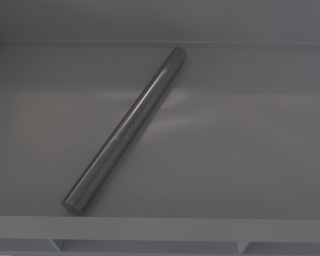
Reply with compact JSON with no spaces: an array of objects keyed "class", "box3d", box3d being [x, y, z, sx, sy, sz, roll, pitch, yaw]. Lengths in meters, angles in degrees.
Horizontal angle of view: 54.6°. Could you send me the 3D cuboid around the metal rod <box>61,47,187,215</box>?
[{"class":"metal rod","box3d":[-0.032,-0.018,0.419,0.025,0.025,0.301,20,53,16]}]
